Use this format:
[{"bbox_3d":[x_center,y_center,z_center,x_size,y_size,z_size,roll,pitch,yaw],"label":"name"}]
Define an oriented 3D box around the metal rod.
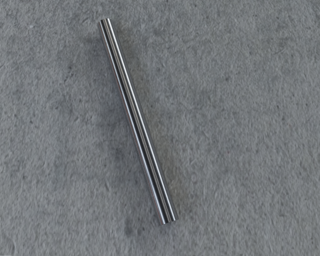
[{"bbox_3d":[-0.035,-0.021,0.415,0.025,0.025,0.299,-17,71,-6],"label":"metal rod"}]
